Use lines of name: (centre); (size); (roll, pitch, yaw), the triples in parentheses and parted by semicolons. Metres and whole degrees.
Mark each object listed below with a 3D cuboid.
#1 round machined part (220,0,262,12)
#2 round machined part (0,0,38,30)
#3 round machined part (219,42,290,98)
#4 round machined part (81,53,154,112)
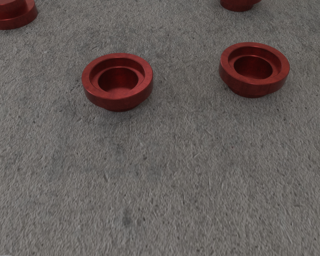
round machined part: (0.157, -0.268, 0.619); (0.099, 0.042, 0.098); (0, 50, 0)
round machined part: (-0.287, -0.230, 0.584); (0.099, 0.042, 0.098); (0, 50, 0)
round machined part: (0.137, -0.082, 0.462); (0.099, 0.042, 0.098); (0, 50, 0)
round machined part: (-0.058, -0.061, 0.443); (0.099, 0.042, 0.098); (0, 50, 0)
